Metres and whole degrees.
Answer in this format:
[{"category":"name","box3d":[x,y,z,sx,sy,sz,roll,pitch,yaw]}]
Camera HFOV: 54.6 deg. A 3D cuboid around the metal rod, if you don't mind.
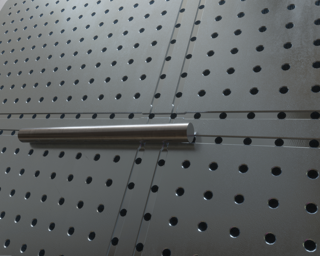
[{"category":"metal rod","box3d":[-0.095,0.009,0.454,0.300,0.025,0.025,-1,61,27]}]
